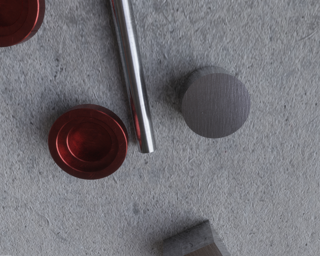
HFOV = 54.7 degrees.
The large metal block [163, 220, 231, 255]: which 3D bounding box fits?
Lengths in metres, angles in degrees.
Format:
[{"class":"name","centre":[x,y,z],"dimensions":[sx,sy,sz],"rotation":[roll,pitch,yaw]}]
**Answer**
[{"class":"large metal block","centre":[0.060,0.200,0.471],"dimensions":[0.080,0.050,0.080],"rotation":[-28,108,9]}]

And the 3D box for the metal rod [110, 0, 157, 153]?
[{"class":"metal rod","centre":[-0.039,-0.109,0.368],"dimensions":[0.025,0.025,0.298],"rotation":[-8,110,3]}]

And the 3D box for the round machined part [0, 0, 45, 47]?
[{"class":"round machined part","centre":[-0.178,-0.142,0.347],"dimensions":[0.099,0.042,0.097],"rotation":[0,110,0]}]

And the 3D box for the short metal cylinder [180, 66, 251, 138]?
[{"class":"short metal cylinder","centre":[0.066,-0.033,0.385],"dimensions":[0.081,0.050,0.079],"rotation":[0,110,0]}]

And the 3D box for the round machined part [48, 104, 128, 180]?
[{"class":"round machined part","centre":[-0.090,0.015,0.405],"dimensions":[0.099,0.042,0.097],"rotation":[0,110,0]}]
